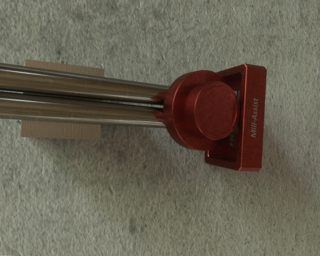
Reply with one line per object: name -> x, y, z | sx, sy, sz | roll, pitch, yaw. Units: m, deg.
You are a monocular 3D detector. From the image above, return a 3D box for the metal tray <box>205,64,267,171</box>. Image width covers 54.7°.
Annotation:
metal tray -> 0.097, -0.012, 0.412 | 0.030, 0.090, 0.129 | 4, 89, -20

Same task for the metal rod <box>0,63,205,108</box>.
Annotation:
metal rod -> -0.040, -0.042, 0.348 | 0.302, 0.025, 0.025 | 3, 89, -33

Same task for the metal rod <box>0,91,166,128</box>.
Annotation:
metal rod -> -0.042, -0.015, 0.348 | 0.302, 0.025, 0.025 | 3, 89, -33

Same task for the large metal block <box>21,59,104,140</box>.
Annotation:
large metal block -> -0.110, -0.029, 0.353 | 0.081, 0.050, 0.079 | 4, 89, -20

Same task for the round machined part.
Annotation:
round machined part -> 0.056, -0.021, 0.371 | 0.099, 0.042, 0.097 | -2, 93, -31
